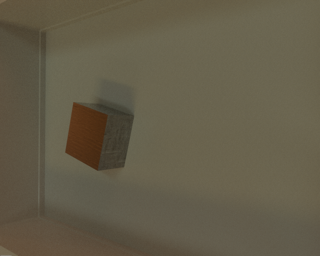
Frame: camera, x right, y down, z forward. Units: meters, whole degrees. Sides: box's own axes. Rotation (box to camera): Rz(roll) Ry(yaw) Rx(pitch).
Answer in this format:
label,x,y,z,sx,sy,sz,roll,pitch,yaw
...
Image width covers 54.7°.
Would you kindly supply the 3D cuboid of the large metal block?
label,x,y,z,sx,sy,sz,roll,pitch,yaw
large metal block,-0.092,0.010,0.463,0.080,0.050,0.079,20,102,38
